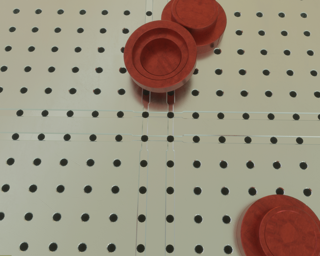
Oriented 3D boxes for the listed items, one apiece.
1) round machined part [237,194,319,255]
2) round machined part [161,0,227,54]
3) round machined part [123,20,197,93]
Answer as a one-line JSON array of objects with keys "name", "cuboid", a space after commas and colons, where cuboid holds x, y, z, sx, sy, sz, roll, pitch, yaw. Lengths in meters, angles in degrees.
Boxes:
[{"name": "round machined part", "cuboid": [0.143, 0.126, 0.357, 0.099, 0.042, 0.098, 0, 70, 0]}, {"name": "round machined part", "cuboid": [0.051, -0.164, 0.463, 0.099, 0.042, 0.098, 0, 70, 0]}, {"name": "round machined part", "cuboid": [0.002, -0.095, 0.432, 0.098, 0.042, 0.098, -1, 78, 5]}]
